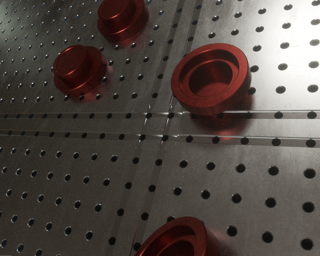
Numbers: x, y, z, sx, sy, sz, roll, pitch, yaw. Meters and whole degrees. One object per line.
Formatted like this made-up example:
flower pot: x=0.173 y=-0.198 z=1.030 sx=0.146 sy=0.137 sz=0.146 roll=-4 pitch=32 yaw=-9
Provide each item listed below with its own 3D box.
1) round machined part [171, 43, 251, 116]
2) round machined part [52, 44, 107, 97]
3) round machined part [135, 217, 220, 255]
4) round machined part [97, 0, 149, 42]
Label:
round machined part: x=0.067 y=-0.057 z=0.396 sx=0.098 sy=0.042 sz=0.098 roll=-13 pitch=56 yaw=20
round machined part: x=-0.145 y=-0.105 z=0.535 sx=0.098 sy=0.042 sz=0.098 roll=-13 pitch=56 yaw=20
round machined part: x=0.016 y=0.134 z=0.286 sx=0.098 sy=0.042 sz=0.098 roll=-38 pitch=15 yaw=12
round machined part: x=-0.073 y=-0.207 z=0.561 sx=0.098 sy=0.042 sz=0.098 roll=-13 pitch=56 yaw=20
